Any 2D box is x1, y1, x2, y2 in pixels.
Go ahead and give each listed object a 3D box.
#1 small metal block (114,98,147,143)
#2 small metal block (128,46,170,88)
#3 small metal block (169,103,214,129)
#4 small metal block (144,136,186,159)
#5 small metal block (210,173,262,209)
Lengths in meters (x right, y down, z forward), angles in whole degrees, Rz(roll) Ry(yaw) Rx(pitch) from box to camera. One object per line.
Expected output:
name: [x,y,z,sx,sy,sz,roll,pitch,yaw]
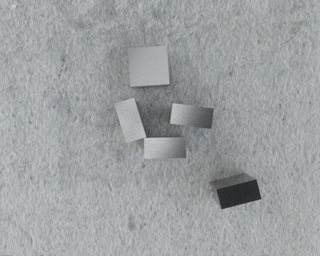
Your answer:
small metal block: [-0.036,-0.009,0.397,0.025,0.050,0.050,-17,90,0]
small metal block: [-0.015,-0.080,0.410,0.050,0.025,0.050,-4,90,-1]
small metal block: [0.038,-0.015,0.398,0.050,0.050,0.025,7,90,-1]
small metal block: [0.006,0.024,0.398,0.050,0.050,0.025,-1,90,-1]
small metal block: [0.095,0.080,0.399,0.050,0.050,0.025,-14,90,0]
